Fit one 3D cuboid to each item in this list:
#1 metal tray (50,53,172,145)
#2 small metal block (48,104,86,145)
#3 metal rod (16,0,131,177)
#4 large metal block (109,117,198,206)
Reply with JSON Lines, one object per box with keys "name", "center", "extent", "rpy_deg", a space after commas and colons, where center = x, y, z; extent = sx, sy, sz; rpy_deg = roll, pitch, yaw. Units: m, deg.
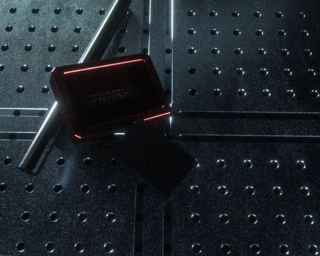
{"name": "metal tray", "center": [-0.060, -0.041, 0.392], "extent": [0.131, 0.030, 0.090], "rpy_deg": [-17, 79, -29]}
{"name": "small metal block", "center": [-0.120, -0.007, 0.413], "extent": [0.050, 0.025, 0.050], "rpy_deg": [-7, 70, -3]}
{"name": "metal rod", "center": [-0.103, -0.076, 0.417], "extent": [0.025, 0.025, 0.300], "rpy_deg": [17, 63, 6]}
{"name": "large metal block", "center": [-0.007, 0.043, 0.367], "extent": [0.080, 0.080, 0.050], "rpy_deg": [37, 74, 12]}
